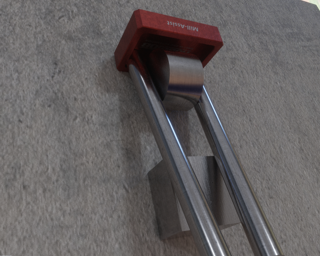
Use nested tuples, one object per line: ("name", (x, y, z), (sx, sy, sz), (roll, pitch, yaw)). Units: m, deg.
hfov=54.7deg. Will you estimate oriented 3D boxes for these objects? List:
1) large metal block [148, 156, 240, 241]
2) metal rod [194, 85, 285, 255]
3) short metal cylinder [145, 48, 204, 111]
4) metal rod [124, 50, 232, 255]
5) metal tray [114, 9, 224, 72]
("large metal block", (0.039, 0.080, 0.361), (0.081, 0.050, 0.080), (2, 61, -28))
("metal rod", (0.070, 0.011, 0.378), (0.025, 0.025, 0.300), (8, 43, -24))
("short metal cylinder", (0.015, -0.064, 0.419), (0.050, 0.080, 0.080), (2, 61, -28))
("metal rod", (0.007, 0.009, 0.346), (0.025, 0.025, 0.300), (2, 46, -28))
("metal tray", (0.011, -0.112, 0.439), (0.131, 0.090, 0.030), (2, 61, -28))
